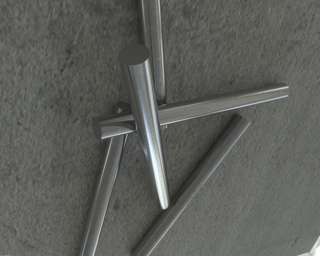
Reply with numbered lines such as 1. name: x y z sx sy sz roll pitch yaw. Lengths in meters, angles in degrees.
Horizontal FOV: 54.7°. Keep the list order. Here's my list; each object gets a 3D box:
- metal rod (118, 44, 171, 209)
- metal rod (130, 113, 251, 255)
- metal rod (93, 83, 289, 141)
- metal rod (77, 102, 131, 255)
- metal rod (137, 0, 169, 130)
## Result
1. metal rod: -0.008 0.029 0.363 0.025 0.025 0.299 -26 146 -12
2. metal rod: 0.043 0.105 0.497 0.025 0.025 0.299 27 103 -38
3. metal rod: 0.061 -0.028 0.401 0.303 0.025 0.025 -13 124 -30
4. metal rod: -0.083 0.105 0.427 0.025 0.025 0.298 4 117 -31
5. metal rod: -0.011 -0.128 0.322 0.025 0.025 0.298 -17 126 -19
